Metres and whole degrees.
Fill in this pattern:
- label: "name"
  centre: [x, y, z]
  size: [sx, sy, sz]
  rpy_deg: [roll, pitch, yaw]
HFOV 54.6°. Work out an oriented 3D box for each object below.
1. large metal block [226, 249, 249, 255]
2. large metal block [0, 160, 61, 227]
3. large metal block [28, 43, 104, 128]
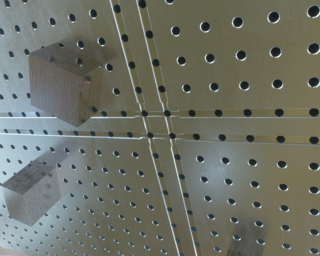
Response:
- label: "large metal block"
  centre: [0.115, 0.249, 0.469]
  size: [0.050, 0.080, 0.080]
  rpy_deg: [12, 124, 21]
- label: "large metal block"
  centre: [-0.236, 0.119, 0.575]
  size: [0.050, 0.080, 0.079]
  rpy_deg: [16, 125, 19]
- label: "large metal block"
  centre: [-0.129, -0.059, 0.427]
  size: [0.080, 0.050, 0.079]
  rpy_deg: [25, 127, 13]
